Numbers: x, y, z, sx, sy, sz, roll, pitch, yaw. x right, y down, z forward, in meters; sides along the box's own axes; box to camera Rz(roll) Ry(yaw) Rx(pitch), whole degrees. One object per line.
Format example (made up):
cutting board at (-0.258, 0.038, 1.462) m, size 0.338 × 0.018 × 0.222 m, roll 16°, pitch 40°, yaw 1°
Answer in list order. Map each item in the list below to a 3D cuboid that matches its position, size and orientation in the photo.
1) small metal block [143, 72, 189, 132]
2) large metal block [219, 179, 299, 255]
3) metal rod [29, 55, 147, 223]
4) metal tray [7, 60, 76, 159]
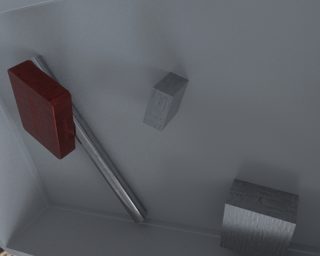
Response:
small metal block at (0.007, -0.032, 0.368) m, size 0.025 × 0.050 × 0.050 m, roll 27°, pitch 128°, yaw 11°
large metal block at (0.126, 0.121, 0.401) m, size 0.080 × 0.050 × 0.079 m, roll 13°, pitch 124°, yaw 21°
metal rod at (-0.107, 0.026, 0.478) m, size 0.025 × 0.025 × 0.299 m, roll -21°, pitch 108°, yaw 35°
metal tray at (-0.167, -0.022, 0.448) m, size 0.090 × 0.030 × 0.129 m, roll 36°, pitch 143°, yaw 17°
